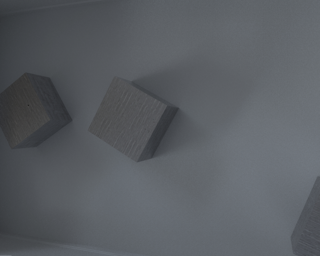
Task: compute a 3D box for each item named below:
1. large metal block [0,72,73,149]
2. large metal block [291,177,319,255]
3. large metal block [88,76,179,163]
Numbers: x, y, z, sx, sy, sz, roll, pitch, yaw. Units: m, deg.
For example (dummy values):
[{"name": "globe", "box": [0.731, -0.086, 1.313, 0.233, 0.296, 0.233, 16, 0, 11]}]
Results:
[{"name": "large metal block", "box": [-0.194, -0.024, 0.466, 0.080, 0.050, 0.080, -33, 79, 17]}, {"name": "large metal block", "box": [0.196, 0.108, 0.328, 0.080, 0.050, 0.080, 22, 97, 18]}, {"name": "large metal block", "box": [-0.034, -0.012, 0.409, 0.080, 0.050, 0.080, 31, 100, 17]}]
